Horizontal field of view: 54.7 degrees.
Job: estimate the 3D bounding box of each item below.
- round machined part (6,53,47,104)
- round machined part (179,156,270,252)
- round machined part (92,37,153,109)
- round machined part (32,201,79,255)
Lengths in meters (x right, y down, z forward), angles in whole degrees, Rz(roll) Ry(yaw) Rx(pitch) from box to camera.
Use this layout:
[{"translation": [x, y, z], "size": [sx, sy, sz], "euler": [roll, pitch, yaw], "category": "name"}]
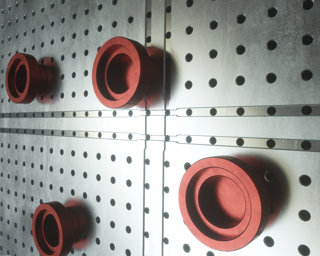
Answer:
[{"translation": [-0.260, -0.095, 0.609], "size": [0.098, 0.042, 0.097], "euler": [0, 90, 39], "category": "round machined part"}, {"translation": [0.072, 0.079, 0.338], "size": [0.098, 0.042, 0.097], "euler": [0, 90, 39], "category": "round machined part"}, {"translation": [-0.048, -0.075, 0.436], "size": [0.098, 0.042, 0.097], "euler": [0, 90, 39], "category": "round machined part"}, {"translation": [-0.179, 0.177, 0.543], "size": [0.098, 0.042, 0.097], "euler": [0, 90, 39], "category": "round machined part"}]
